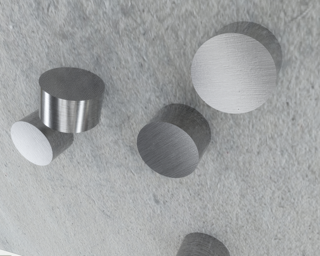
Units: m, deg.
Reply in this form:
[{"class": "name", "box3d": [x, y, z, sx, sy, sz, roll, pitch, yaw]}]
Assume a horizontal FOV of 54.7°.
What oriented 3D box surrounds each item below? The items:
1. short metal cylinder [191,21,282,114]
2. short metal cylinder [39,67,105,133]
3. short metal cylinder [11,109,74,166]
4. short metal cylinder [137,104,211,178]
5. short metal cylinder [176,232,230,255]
[{"class": "short metal cylinder", "box3d": [0.078, -0.061, 0.311, 0.080, 0.050, 0.079, 13, 124, 20]}, {"class": "short metal cylinder", "box3d": [-0.116, -0.038, 0.407, 0.080, 0.080, 0.050, 26, 127, 12]}, {"class": "short metal cylinder", "box3d": [-0.187, 0.013, 0.495, 0.080, 0.050, 0.079, 13, 124, 20]}, {"class": "short metal cylinder", "box3d": [0.018, 0.016, 0.390, 0.080, 0.050, 0.079, 13, 124, 20]}, {"class": "short metal cylinder", "box3d": [0.065, 0.213, 0.487, 0.080, 0.050, 0.079, 13, 124, 20]}]
